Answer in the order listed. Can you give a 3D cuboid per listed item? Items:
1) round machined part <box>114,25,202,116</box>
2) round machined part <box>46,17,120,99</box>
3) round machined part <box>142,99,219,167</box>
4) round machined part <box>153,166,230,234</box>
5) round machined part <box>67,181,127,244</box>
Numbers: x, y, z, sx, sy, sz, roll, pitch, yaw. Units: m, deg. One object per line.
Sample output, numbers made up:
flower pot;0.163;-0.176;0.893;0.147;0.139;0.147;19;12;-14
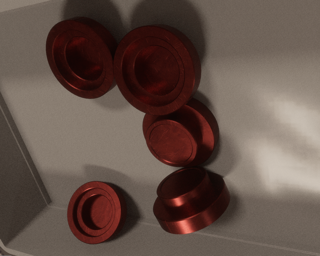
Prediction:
round machined part;0.000;-0.066;0.350;0.098;0.042;0.097;10;115;23
round machined part;-0.089;-0.089;0.388;0.098;0.042;0.097;13;124;20
round machined part;0.021;0.010;0.392;0.098;0.042;0.097;13;124;20
round machined part;0.035;0.084;0.394;0.098;0.098;0.042;-14;111;33
round machined part;-0.099;0.138;0.512;0.098;0.042;0.098;-5;75;18
